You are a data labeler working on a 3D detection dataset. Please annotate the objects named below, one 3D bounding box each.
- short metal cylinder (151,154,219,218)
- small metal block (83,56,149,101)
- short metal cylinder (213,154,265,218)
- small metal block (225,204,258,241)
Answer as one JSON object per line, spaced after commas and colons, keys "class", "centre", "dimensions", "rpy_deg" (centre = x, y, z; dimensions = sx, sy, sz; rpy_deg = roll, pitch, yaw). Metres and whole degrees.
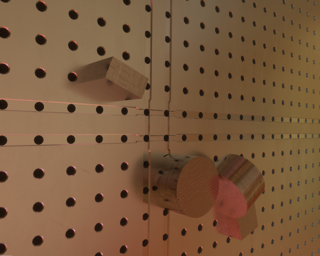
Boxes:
{"class": "short metal cylinder", "centre": [0.035, 0.077, 0.422], "dimensions": [0.081, 0.050, 0.079], "rpy_deg": [0, 91, -40]}
{"class": "small metal block", "centre": [-0.050, -0.054, 0.351], "dimensions": [0.050, 0.050, 0.025], "rpy_deg": [27, 73, -37]}
{"class": "short metal cylinder", "centre": [0.107, 0.086, 0.464], "dimensions": [0.050, 0.080, 0.080], "rpy_deg": [-36, 113, -34]}
{"class": "small metal block", "centre": [0.139, 0.153, 0.526], "dimensions": [0.050, 0.025, 0.050], "rpy_deg": [-19, 103, -38]}
